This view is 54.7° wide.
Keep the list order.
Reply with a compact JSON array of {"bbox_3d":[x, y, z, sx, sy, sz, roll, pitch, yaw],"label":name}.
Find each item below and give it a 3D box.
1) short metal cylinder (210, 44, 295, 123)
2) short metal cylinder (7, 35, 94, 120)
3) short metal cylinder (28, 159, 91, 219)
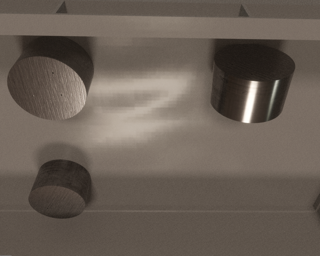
[{"bbox_3d":[0.096,-0.050,0.332,0.081,0.080,0.050,-1,130,0],"label":"short metal cylinder"},{"bbox_3d":[-0.118,-0.055,0.344,0.081,0.050,0.079,0,130,0],"label":"short metal cylinder"},{"bbox_3d":[-0.150,0.093,0.470,0.081,0.050,0.079,0,130,0],"label":"short metal cylinder"}]
